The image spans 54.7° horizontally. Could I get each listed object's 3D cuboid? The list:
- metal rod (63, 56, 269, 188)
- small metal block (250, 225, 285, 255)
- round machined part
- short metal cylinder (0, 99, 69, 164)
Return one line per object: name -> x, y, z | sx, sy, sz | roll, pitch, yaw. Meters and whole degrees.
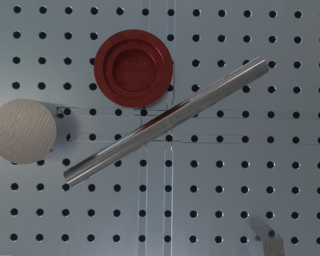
metal rod -> 0.008, -0.008, 0.413 | 0.301, 0.025, 0.025 | -31, 90, 0
small metal block -> 0.140, 0.160, 0.402 | 0.025, 0.050, 0.050 | -7, 90, 0
round machined part -> -0.033, -0.074, 0.405 | 0.099, 0.042, 0.097 | 0, 90, 0
short metal cylinder -> -0.166, 0.004, 0.399 | 0.081, 0.050, 0.079 | 0, 90, 0
